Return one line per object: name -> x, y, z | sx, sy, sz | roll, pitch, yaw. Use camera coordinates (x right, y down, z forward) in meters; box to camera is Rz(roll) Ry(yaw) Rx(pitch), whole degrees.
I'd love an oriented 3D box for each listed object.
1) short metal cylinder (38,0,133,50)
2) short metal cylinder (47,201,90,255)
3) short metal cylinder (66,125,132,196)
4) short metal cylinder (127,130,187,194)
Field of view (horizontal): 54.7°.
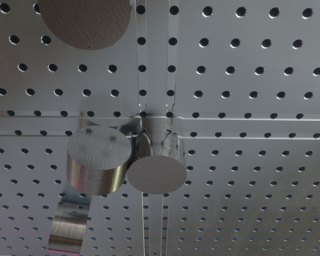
short metal cylinder -> -0.066, -0.121, 0.291 | 0.081, 0.050, 0.079 | 0, 130, 0
short metal cylinder -> -0.150, 0.166, 0.515 | 0.050, 0.080, 0.079 | 12, 129, -10
short metal cylinder -> -0.081, 0.042, 0.410 | 0.081, 0.080, 0.050 | 9, 130, -8
short metal cylinder -> -0.004, 0.049, 0.437 | 0.081, 0.050, 0.079 | 0, 130, 0
